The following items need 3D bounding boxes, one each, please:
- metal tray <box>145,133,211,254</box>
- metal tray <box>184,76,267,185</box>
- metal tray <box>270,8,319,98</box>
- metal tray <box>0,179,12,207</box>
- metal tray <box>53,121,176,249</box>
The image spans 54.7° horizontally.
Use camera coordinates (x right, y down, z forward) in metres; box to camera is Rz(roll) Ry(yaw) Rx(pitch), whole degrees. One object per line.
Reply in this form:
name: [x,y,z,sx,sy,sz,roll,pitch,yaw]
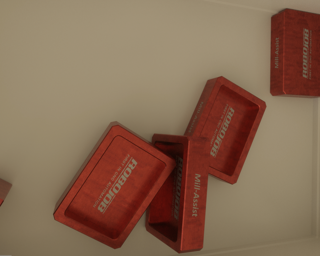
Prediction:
metal tray: [0.019,0.073,0.382,0.030,0.090,0.129,5,88,-28]
metal tray: [0.088,0.004,0.441,0.090,0.030,0.130,27,81,-19]
metal tray: [0.222,-0.115,0.492,0.091,0.030,0.129,1,90,-20]
metal tray: [-0.200,0.112,0.302,0.030,0.090,0.130,34,79,-17]
metal tray: [-0.053,0.069,0.373,0.090,0.030,0.130,33,91,-16]
